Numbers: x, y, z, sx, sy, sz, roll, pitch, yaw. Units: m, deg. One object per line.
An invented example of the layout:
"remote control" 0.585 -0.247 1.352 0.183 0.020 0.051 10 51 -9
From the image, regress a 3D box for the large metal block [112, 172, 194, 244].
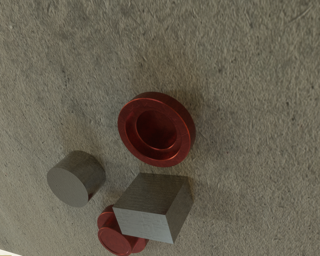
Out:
"large metal block" -0.007 0.110 0.441 0.080 0.080 0.050 0 119 28

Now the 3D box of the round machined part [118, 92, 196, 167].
"round machined part" -0.001 -0.002 0.394 0.098 0.042 0.097 13 124 20

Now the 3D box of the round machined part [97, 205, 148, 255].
"round machined part" -0.070 0.187 0.546 0.098 0.042 0.097 13 124 20

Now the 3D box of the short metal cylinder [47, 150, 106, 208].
"short metal cylinder" -0.138 0.084 0.513 0.080 0.050 0.079 13 124 20
